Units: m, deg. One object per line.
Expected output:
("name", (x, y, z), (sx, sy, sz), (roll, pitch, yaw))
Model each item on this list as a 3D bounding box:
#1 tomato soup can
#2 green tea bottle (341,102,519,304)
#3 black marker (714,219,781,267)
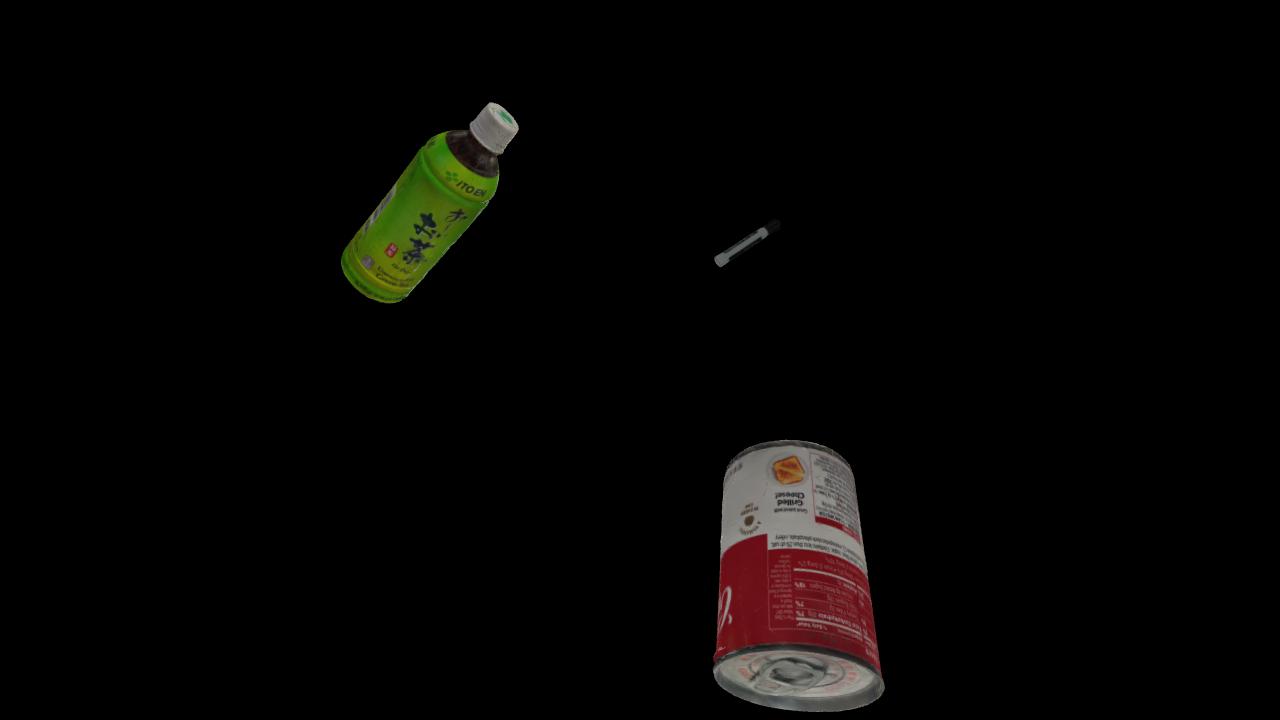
("tomato soup can", (0.070, 0.095, 0.282), (0.068, 0.101, 0.068), (5, -44, 5))
("green tea bottle", (-0.182, -0.136, 0.537), (0.212, 0.073, 0.073), (-39, -22, 30))
("black marker", (0.169, -0.183, 0.954), (0.121, 0.020, 0.020), (-33, 6, -9))
